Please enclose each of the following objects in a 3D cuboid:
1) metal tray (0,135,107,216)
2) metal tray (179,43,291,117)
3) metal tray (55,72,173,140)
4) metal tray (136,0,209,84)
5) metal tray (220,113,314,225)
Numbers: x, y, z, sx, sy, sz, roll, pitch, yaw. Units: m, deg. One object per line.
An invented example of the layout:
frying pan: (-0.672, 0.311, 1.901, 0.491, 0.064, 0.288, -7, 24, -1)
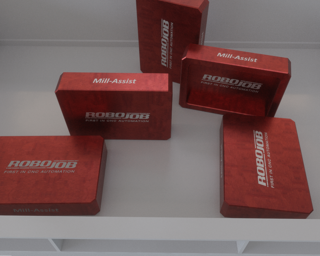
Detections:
metal tray: (-0.132, 0.053, 0.357, 0.131, 0.030, 0.090, 0, 50, -1)
metal tray: (0.094, -0.057, 0.411, 0.131, 0.090, 0.030, 11, 51, 9)
metal tray: (-0.051, -0.024, 0.382, 0.131, 0.090, 0.030, 1, 50, 0)
metal tray: (0.016, -0.126, 0.443, 0.090, 0.129, 0.030, 18, 53, 15)
metal tray: (0.118, 0.043, 0.366, 0.090, 0.030, 0.130, 5, 50, 4)
